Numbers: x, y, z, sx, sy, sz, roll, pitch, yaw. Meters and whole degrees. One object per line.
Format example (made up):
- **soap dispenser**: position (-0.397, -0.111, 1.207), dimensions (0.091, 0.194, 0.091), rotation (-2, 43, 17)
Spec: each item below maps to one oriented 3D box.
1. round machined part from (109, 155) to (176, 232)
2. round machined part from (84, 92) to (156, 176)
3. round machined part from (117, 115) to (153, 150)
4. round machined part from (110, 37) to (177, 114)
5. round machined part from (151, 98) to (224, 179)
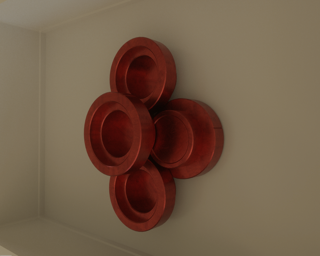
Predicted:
- **round machined part**: position (-0.018, 0.081, 0.406), dimensions (0.098, 0.042, 0.097), rotation (0, 90, 39)
- **round machined part**: position (-0.044, 0.007, 0.373), dimensions (0.098, 0.042, 0.097), rotation (0, 90, 39)
- **round machined part**: position (-0.053, 0.009, 0.435), dimensions (0.098, 0.042, 0.097), rotation (0, 90, 39)
- **round machined part**: position (-0.017, -0.065, 0.405), dimensions (0.098, 0.042, 0.097), rotation (0, 90, 39)
- **round machined part**: position (0.023, 0.013, 0.372), dimensions (0.098, 0.042, 0.097), rotation (0, 90, 39)
